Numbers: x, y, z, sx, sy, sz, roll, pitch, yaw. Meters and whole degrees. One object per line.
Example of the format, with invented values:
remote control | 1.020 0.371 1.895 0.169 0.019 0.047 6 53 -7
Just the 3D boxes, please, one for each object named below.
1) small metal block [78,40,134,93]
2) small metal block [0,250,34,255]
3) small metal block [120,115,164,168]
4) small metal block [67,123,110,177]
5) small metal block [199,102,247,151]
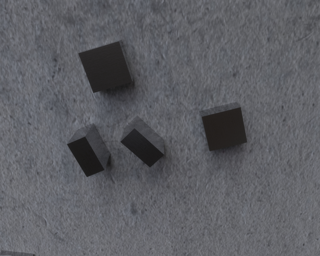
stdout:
small metal block | -0.065 -0.076 0.381 0.050 0.025 0.050 -15 110 5
small metal block | -0.230 0.225 0.490 0.050 0.025 0.050 8 110 -4
small metal block | -0.022 0.016 0.402 0.050 0.050 0.025 43 104 -15
small metal block | -0.091 0.028 0.405 0.025 0.050 0.050 -23 109 8
small metal block | 0.083 -0.002 0.410 0.050 0.025 0.050 -14 110 4
